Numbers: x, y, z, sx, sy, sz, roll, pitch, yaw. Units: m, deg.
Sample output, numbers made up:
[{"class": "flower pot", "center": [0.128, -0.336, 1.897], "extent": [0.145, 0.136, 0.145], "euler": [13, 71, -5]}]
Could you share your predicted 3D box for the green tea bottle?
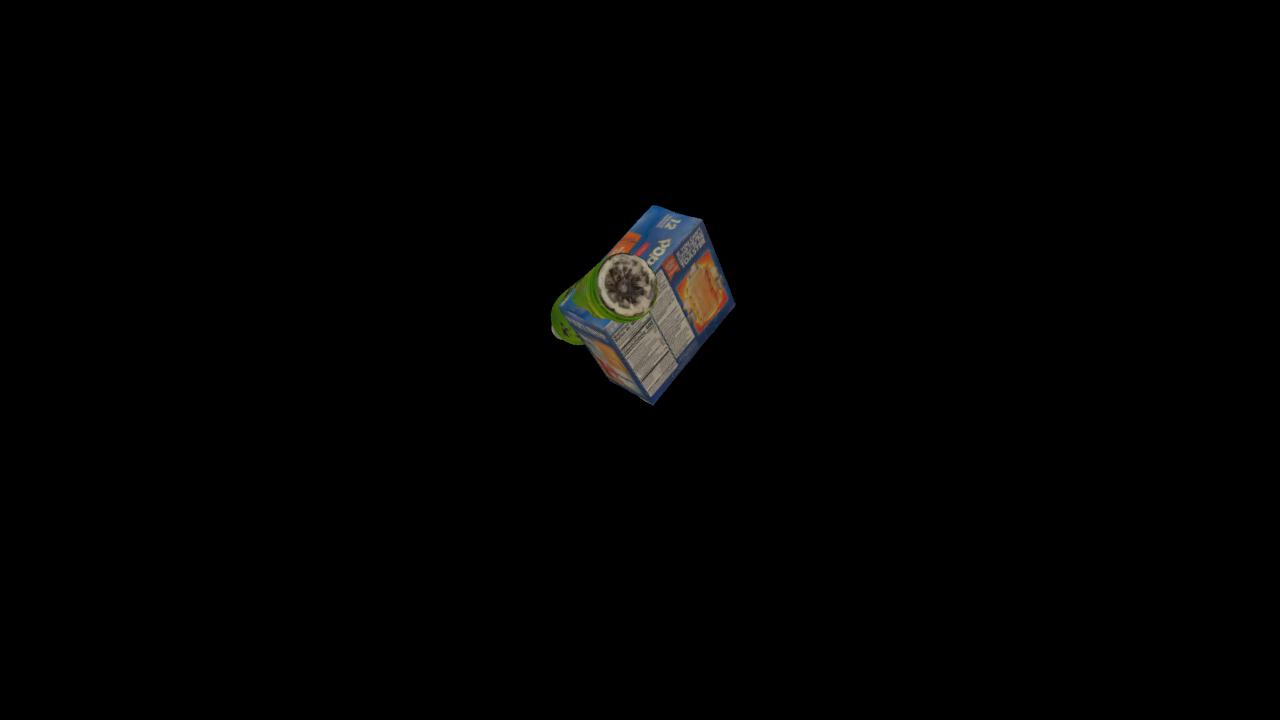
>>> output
[{"class": "green tea bottle", "center": [-0.054, -0.056, 0.692], "extent": [0.073, 0.073, 0.212], "euler": [0, -11, -24]}]

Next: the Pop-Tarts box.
[{"class": "Pop-Tarts box", "center": [0.014, -0.062, 0.699], "extent": [0.083, 0.167, 0.141], "euler": [25, -22, 39]}]
